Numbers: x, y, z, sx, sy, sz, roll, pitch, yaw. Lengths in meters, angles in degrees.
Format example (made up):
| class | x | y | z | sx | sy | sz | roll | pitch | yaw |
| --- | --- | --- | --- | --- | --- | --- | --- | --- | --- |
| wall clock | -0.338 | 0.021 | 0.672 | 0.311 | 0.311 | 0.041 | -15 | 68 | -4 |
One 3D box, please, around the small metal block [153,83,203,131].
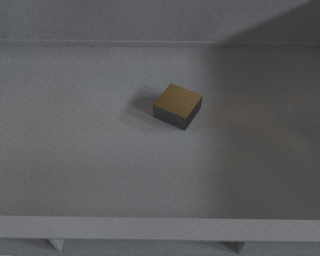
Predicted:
| class | x | y | z | sx | sy | sz | roll | pitch | yaw |
| --- | --- | --- | --- | --- | --- | --- | --- | --- | --- |
| small metal block | 0.025 | -0.030 | 0.431 | 0.050 | 0.025 | 0.050 | 24 | 54 | 19 |
